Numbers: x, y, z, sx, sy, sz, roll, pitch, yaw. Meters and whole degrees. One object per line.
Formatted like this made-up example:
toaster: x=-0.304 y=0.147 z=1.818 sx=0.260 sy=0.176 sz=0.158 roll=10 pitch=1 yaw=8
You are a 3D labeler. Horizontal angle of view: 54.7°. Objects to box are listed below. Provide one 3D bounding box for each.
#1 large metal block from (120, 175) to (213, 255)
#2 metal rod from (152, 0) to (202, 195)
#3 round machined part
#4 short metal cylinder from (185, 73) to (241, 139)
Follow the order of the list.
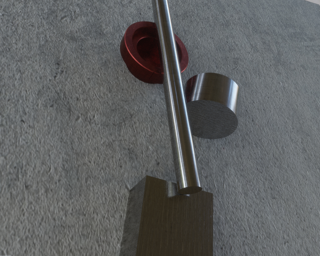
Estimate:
large metal block: x=0.008 y=0.105 z=0.328 sx=0.081 sy=0.050 sz=0.080 roll=19 pitch=55 yaw=-18
metal rod: x=0.015 y=-0.064 z=0.392 sx=0.025 sy=0.025 sz=0.299 roll=8 pitch=56 yaw=-24
round machined part: x=-0.011 y=-0.103 z=0.450 sx=0.099 sy=0.042 sz=0.098 roll=14 pitch=56 yaw=-21
short metal cylinder: x=0.067 y=-0.029 z=0.422 sx=0.080 sy=0.080 sz=0.050 roll=26 pitch=53 yaw=-13
